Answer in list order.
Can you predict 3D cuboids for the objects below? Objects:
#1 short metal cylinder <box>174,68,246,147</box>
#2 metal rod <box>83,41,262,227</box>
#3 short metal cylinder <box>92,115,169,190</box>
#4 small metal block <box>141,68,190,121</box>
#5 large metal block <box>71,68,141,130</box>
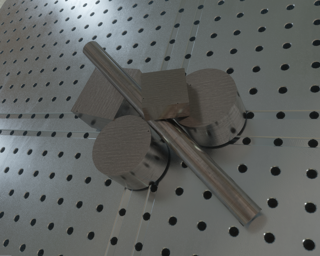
[{"bbox_3d":[0.058,-0.024,0.372,0.080,0.050,0.080,-13,56,21],"label":"short metal cylinder"},{"bbox_3d":[-0.002,-0.011,0.366,0.025,0.025,0.300,-43,65,-1],"label":"metal rod"},{"bbox_3d":[-0.036,0.031,0.388,0.080,0.050,0.080,-13,56,21],"label":"short metal cylinder"},{"bbox_3d":[0.006,-0.038,0.351,0.050,0.025,0.050,-7,57,4],"label":"small metal block"},{"bbox_3d":[-0.066,-0.040,0.444,0.080,0.050,0.080,12,68,33],"label":"large metal block"}]
